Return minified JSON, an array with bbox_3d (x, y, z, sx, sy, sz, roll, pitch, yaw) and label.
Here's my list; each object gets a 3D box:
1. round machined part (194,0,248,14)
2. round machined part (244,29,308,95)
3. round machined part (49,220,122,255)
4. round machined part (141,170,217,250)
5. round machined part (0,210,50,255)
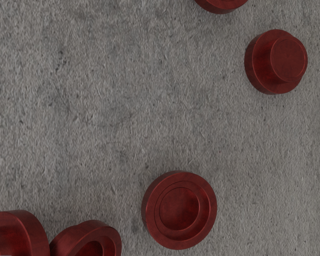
[{"bbox_3d":[0.078,-0.206,0.428,0.099,0.042,0.097,0,90,-20],"label":"round machined part"},{"bbox_3d":[0.181,-0.100,0.466,0.099,0.042,0.097,0,90,-20],"label":"round machined part"},{"bbox_3d":[-0.092,0.150,0.350,0.099,0.042,0.097,-27,124,-48],"label":"round machined part"},{"bbox_3d":[0.022,0.104,0.408,0.099,0.042,0.097,0,90,-20],"label":"round machined part"},{"bbox_3d":[-0.160,0.134,0.310,0.042,0.098,0.097,14,84,-58],"label":"round machined part"}]
